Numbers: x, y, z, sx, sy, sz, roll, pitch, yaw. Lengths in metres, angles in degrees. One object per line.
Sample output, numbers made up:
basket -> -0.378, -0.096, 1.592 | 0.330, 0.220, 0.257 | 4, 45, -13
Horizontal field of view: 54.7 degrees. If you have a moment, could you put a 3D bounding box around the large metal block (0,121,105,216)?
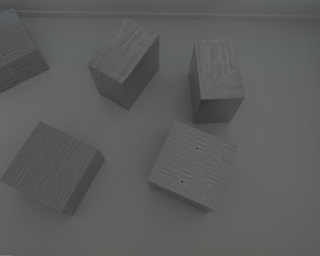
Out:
large metal block -> -0.126, 0.050, 0.377 | 0.080, 0.050, 0.080 | 25, 72, 8

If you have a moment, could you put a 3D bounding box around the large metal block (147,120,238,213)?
large metal block -> 0.039, 0.048, 0.379 | 0.080, 0.050, 0.080 | 23, 72, 8

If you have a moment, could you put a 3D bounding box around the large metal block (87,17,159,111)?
large metal block -> -0.044, -0.081, 0.410 | 0.050, 0.080, 0.080 | 31, 73, 10

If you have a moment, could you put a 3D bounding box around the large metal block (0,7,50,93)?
large metal block -> -0.216, -0.107, 0.433 | 0.080, 0.050, 0.080 | -30, 73, -11

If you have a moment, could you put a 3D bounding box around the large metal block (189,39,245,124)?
large metal block -> 0.069, -0.057, 0.402 | 0.050, 0.080, 0.080 | -3, 70, -1
